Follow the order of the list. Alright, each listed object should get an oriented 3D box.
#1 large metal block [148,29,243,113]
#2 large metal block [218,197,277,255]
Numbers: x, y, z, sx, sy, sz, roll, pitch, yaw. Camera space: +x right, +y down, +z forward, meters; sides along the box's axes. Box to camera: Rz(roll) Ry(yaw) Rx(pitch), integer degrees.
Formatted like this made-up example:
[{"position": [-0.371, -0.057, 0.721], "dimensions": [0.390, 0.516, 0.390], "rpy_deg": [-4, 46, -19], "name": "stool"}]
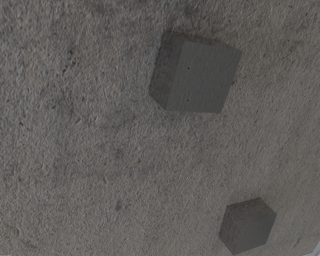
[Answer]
[{"position": [0.040, -0.066, 0.372], "dimensions": [0.081, 0.050, 0.079], "rpy_deg": [1, 118, -29], "name": "large metal block"}, {"position": [0.168, 0.189, 0.599], "dimensions": [0.081, 0.050, 0.079], "rpy_deg": [-7, 122, -25], "name": "large metal block"}]
